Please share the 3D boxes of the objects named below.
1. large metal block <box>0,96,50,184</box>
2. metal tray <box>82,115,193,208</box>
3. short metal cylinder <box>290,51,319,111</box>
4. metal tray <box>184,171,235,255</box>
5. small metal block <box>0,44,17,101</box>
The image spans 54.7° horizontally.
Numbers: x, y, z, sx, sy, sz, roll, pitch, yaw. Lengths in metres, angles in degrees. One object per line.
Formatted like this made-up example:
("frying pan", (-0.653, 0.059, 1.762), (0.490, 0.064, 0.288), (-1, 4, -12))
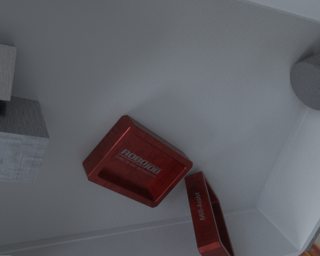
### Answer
("large metal block", (-0.157, 0.005, 0.291), (0.081, 0.080, 0.050), (11, 113, -33))
("metal tray", (-0.026, 0.051, 0.423), (0.090, 0.030, 0.130), (-50, 129, 7))
("short metal cylinder", (0.245, -0.073, 0.465), (0.050, 0.080, 0.080), (-29, 129, -10))
("metal tray", (0.076, 0.141, 0.468), (0.030, 0.130, 0.090), (-23, 128, 12))
("small metal block", (-0.161, -0.054, 0.281), (0.050, 0.025, 0.050), (6, 103, -32))
